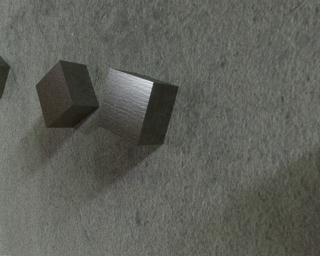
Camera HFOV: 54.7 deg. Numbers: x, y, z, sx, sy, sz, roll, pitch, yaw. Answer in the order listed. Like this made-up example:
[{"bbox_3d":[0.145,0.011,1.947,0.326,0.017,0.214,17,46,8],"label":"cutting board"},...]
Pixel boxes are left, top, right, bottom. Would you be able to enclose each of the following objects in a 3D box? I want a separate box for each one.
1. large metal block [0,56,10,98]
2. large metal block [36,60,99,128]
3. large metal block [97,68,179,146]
[{"bbox_3d":[-0.394,-0.125,0.709,0.080,0.050,0.079,40,114,32],"label":"large metal block"},{"bbox_3d":[-0.155,-0.053,0.513,0.080,0.050,0.080,-32,71,35],"label":"large metal block"},{"bbox_3d":[-0.031,-0.029,0.412,0.080,0.050,0.079,24,105,37],"label":"large metal block"}]
